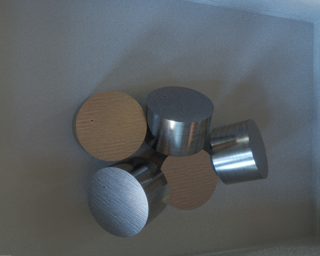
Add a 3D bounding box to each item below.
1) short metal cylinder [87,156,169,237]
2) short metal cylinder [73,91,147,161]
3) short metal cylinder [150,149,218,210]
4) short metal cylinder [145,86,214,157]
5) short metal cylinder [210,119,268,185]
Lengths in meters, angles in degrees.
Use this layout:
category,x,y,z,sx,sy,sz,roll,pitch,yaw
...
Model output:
category,x,y,z,sx,sy,sz,roll,pitch,yaw
short metal cylinder,-0.036,0.078,0.360,0.050,0.080,0.079,-18,99,-62
short metal cylinder,-0.062,-0.002,0.372,0.081,0.050,0.079,0,90,-21
short metal cylinder,0.028,0.062,0.407,0.081,0.050,0.079,0,90,-21
short metal cylinder,0.021,-0.010,0.381,0.081,0.080,0.050,-9,129,-20
short metal cylinder,0.107,0.032,0.415,0.080,0.050,0.080,36,46,-49
